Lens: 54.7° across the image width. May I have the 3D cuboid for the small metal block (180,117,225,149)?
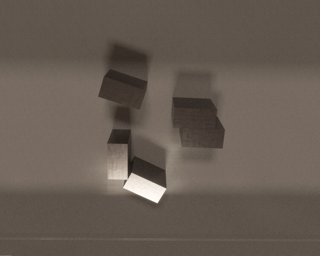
[{"bbox_3d":[0.053,0.004,0.400,0.050,0.050,0.025,2,110,-1],"label":"small metal block"}]

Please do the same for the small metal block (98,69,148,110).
[{"bbox_3d":[-0.044,-0.048,0.380,0.050,0.050,0.025,18,109,-7],"label":"small metal block"}]

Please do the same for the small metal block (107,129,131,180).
[{"bbox_3d":[-0.053,0.034,0.410,0.025,0.050,0.050,2,110,-1],"label":"small metal block"}]

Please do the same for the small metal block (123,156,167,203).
[{"bbox_3d":[-0.020,0.069,0.423,0.050,0.050,0.025,27,108,-10],"label":"small metal block"}]

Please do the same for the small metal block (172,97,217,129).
[{"bbox_3d":[0.041,-0.020,0.391,0.050,0.050,0.025,2,110,-1],"label":"small metal block"}]
